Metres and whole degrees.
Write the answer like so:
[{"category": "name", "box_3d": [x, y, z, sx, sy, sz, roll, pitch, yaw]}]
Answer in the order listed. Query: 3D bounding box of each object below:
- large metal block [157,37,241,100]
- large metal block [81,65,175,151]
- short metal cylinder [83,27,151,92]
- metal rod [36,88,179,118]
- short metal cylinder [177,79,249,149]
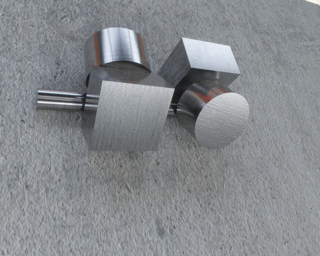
[{"category": "large metal block", "box_3d": [0.053, -0.078, 0.445, 0.081, 0.080, 0.050, 1, 61, -28]}, {"category": "large metal block", "box_3d": [-0.039, -0.021, 0.354, 0.081, 0.079, 0.050, 3, 26, -27]}, {"category": "short metal cylinder", "box_3d": [-0.053, -0.078, 0.388, 0.081, 0.080, 0.050, 3, 60, -27]}, {"category": "metal rod", "box_3d": [-0.006, -0.028, 0.421, 0.303, 0.025, 0.025, 2, 61, -27]}, {"category": "short metal cylinder", "box_3d": [0.069, -0.019, 0.411, 0.081, 0.079, 0.050, 2, 26, -27]}]
